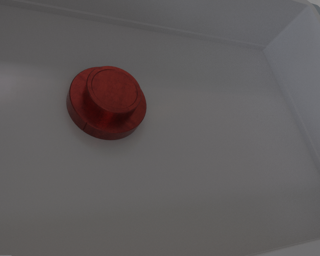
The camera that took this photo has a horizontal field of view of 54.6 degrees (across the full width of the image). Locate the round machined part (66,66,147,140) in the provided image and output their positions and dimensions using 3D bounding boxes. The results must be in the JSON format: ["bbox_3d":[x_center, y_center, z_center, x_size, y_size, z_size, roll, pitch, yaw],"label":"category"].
[{"bbox_3d":[-0.062,-0.037,0.384,0.099,0.042,0.098,13,56,-21],"label":"round machined part"}]
